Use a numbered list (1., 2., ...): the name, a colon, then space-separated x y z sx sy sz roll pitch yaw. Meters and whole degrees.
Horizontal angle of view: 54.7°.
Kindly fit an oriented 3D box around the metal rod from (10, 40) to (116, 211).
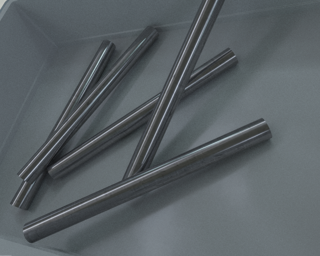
1. metal rod: -0.145 -0.016 0.492 0.025 0.025 0.300 11 67 33

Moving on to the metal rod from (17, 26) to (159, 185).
1. metal rod: -0.100 -0.044 0.470 0.025 0.025 0.300 26 71 37

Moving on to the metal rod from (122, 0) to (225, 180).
1. metal rod: 0.025 -0.065 0.376 0.025 0.025 0.299 26 93 37

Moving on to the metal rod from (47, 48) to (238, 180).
1. metal rod: -0.028 -0.016 0.430 0.300 0.025 0.025 -33 52 6

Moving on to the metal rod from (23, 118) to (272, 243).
1. metal rod: -0.018 0.062 0.356 0.301 0.025 0.025 -25 53 5
